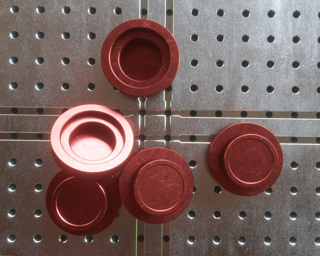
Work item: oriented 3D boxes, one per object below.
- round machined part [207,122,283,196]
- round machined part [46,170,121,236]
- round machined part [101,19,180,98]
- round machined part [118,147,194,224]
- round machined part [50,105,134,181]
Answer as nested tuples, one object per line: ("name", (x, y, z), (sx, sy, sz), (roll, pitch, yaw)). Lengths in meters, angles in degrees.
("round machined part", (0.114, 0.041, 0.406), (0.099, 0.042, 0.097), (0, 90, -1))
("round machined part", (-0.100, 0.093, 0.404), (0.099, 0.042, 0.097), (0, 90, -1))
("round machined part", (-0.024, -0.087, 0.405), (0.099, 0.042, 0.097), (0, 90, -1))
("round machined part", (-0.003, 0.073, 0.394), (0.099, 0.042, 0.097), (1, 86, -14))
("round machined part", (-0.085, 0.021, 0.388), (0.099, 0.042, 0.098), (8, 54, -11))
